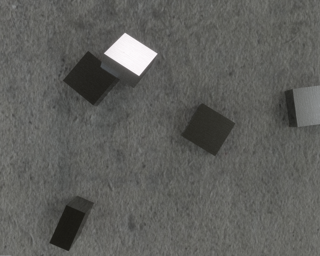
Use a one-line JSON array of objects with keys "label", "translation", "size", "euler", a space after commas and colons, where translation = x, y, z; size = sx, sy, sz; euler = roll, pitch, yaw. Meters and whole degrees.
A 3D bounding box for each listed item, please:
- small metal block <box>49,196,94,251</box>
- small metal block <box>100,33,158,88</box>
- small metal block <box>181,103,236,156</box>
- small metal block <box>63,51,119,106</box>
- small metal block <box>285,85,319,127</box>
[{"label": "small metal block", "translation": [-0.111, 0.120, 0.396], "size": [0.025, 0.050, 0.050], "euler": [24, 90, 0]}, {"label": "small metal block", "translation": [-0.039, -0.087, 0.397], "size": [0.050, 0.025, 0.050], "euler": [33, 54, 0]}, {"label": "small metal block", "translation": [0.063, 0.002, 0.411], "size": [0.050, 0.025, 0.050], "euler": [32, 90, -1]}, {"label": "small metal block", "translation": [-0.089, -0.064, 0.409], "size": [0.050, 0.025, 0.050], "euler": [40, 90, -1]}, {"label": "small metal block", "translation": [0.200, -0.029, 0.413], "size": [0.050, 0.025, 0.050], "euler": [-7, 90, -1]}]
